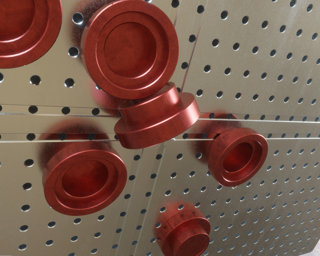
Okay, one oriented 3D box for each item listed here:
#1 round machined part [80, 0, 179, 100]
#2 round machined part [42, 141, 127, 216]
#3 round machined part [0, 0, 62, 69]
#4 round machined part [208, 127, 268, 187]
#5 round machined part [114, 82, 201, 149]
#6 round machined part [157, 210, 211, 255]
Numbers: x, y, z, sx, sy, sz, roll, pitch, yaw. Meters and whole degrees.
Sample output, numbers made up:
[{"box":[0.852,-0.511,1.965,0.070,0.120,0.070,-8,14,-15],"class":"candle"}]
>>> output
[{"box":[-0.033,-0.082,0.324,0.099,0.042,0.097,-9,112,-21],"class":"round machined part"},{"box":[-0.094,0.057,0.384,0.099,0.042,0.097,-14,124,-21],"class":"round machined part"},{"box":[-0.137,-0.103,0.261,0.099,0.042,0.097,-14,124,-21],"class":"round machined part"},{"box":[0.117,0.041,0.489,0.099,0.042,0.097,-14,124,-21],"class":"round machined part"},{"box":[-0.008,-0.020,0.351,0.098,0.098,0.042,-27,110,-11],"class":"round machined part"},{"box":[0.048,0.196,0.547,0.099,0.042,0.097,-14,124,-21],"class":"round machined part"}]
